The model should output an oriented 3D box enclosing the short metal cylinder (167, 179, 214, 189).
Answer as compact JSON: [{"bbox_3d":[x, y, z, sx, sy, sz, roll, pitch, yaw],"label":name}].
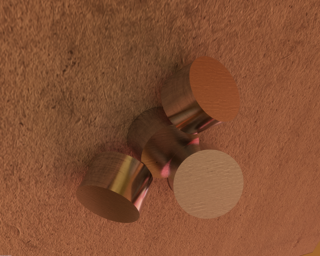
[{"bbox_3d":[0.057,0.069,0.446,0.080,0.080,0.050,-46,129,4],"label":"short metal cylinder"}]

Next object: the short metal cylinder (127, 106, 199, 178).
[{"bbox_3d":[0.003,0.018,0.405,0.081,0.050,0.079,-14,124,-21],"label":"short metal cylinder"}]

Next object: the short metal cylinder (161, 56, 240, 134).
[{"bbox_3d":[0.048,-0.038,0.368,0.081,0.080,0.050,14,154,-34],"label":"short metal cylinder"}]

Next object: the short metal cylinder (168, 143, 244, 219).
[{"bbox_3d":[0.052,0.061,0.372,0.081,0.050,0.079,-1,96,-6],"label":"short metal cylinder"}]

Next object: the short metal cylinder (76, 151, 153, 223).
[{"bbox_3d":[-0.055,0.074,0.381,0.080,0.050,0.080,12,139,11],"label":"short metal cylinder"}]
